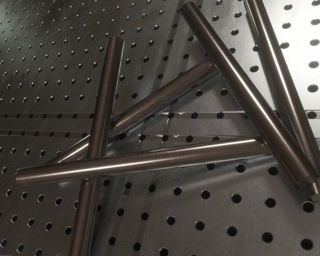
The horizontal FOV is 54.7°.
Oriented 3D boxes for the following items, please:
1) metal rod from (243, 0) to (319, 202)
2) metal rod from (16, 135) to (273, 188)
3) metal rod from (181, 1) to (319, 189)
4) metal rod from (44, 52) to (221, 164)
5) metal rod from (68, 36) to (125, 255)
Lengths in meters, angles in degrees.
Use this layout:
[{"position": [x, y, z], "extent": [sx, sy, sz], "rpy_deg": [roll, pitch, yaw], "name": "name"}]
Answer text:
[{"position": [0.143, -0.061, 0.370], "extent": [0.025, 0.025, 0.299], "rpy_deg": [-16, 55, 19], "name": "metal rod"}, {"position": [-0.025, 0.040, 0.360], "extent": [0.301, 0.025, 0.025], "rpy_deg": [-9, 57, 10], "name": "metal rod"}, {"position": [0.087, -0.063, 0.367], "extent": [0.025, 0.025, 0.299], "rpy_deg": [-29, 53, 9], "name": "metal rod"}, {"position": [-0.039, -0.015, 0.436], "extent": [0.300, 0.025, 0.025], "rpy_deg": [-32, 52, 6], "name": "metal rod"}, {"position": [-0.080, 0.012, 0.412], "extent": [0.025, 0.025, 0.299], "rpy_deg": [-3, 69, 26], "name": "metal rod"}]
